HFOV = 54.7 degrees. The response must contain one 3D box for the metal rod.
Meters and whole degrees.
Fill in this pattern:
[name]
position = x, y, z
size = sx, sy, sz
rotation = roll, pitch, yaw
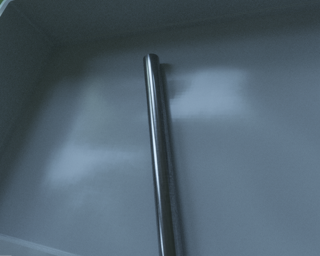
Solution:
[metal rod]
position = 0.000, 0.019, 0.392
size = 0.025, 0.025, 0.299
rotation = -18, 55, 17
